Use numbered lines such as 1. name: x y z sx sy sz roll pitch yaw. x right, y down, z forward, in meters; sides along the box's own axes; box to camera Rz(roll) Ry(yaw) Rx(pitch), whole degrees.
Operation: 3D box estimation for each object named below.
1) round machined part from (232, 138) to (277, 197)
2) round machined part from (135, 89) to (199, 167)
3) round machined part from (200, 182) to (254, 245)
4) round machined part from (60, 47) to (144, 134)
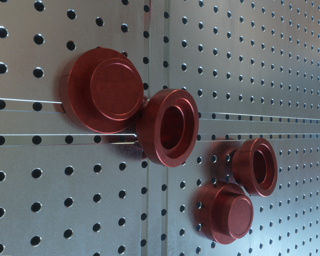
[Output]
1. round machined part: 0.158 0.067 0.528 0.099 0.042 0.097 10 75 -44
2. round machined part: 0.007 -0.002 0.396 0.099 0.042 0.097 -15 108 -51
3. round machined part: 0.113 0.138 0.496 0.099 0.042 0.097 -1 91 -40
4. round machined part: -0.058 -0.042 0.351 0.099 0.042 0.097 0 90 -41
